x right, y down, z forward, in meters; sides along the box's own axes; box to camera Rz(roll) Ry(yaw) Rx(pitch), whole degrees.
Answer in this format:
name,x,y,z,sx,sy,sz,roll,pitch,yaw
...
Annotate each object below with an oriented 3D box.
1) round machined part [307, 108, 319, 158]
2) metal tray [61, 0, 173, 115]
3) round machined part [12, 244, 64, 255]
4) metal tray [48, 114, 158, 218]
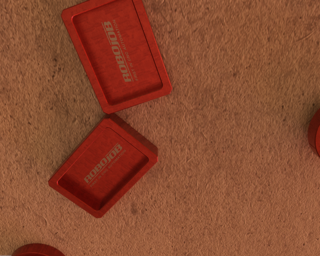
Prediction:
name,x,y,z,sx,sy,sz,roll,pitch,yaw
round machined part,0.242,0.002,0.405,0.099,0.042,0.097,0,110,-1
metal tray,-0.048,-0.091,0.372,0.090,0.030,0.129,-19,109,6
round machined part,-0.195,0.234,0.484,0.099,0.042,0.097,0,110,-1
metal tray,-0.077,0.053,0.425,0.090,0.030,0.130,40,105,-14
